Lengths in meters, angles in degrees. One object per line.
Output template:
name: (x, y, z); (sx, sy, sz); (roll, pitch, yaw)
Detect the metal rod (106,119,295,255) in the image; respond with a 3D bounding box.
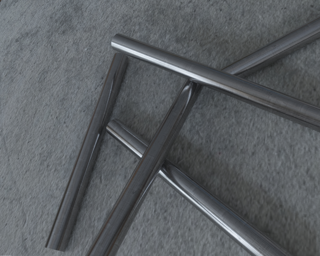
metal rod: (0.032, 0.066, 0.345); (0.300, 0.025, 0.025); (35, 81, 38)

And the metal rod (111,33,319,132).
metal rod: (0.058, -0.063, 0.380); (0.300, 0.025, 0.025); (27, 76, 27)

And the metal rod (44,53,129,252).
metal rod: (-0.096, 0.017, 0.441); (0.025, 0.025, 0.300); (0, 61, 28)

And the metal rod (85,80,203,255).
metal rod: (-0.011, 0.042, 0.346); (0.025, 0.025, 0.300); (9, 55, 32)

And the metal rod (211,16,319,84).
metal rod: (0.201, -0.126, 0.375); (0.301, 0.025, 0.025); (-27, 53, 10)
